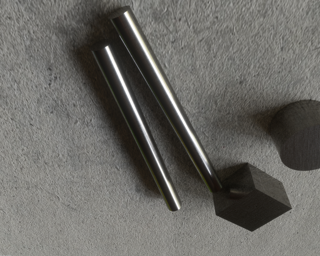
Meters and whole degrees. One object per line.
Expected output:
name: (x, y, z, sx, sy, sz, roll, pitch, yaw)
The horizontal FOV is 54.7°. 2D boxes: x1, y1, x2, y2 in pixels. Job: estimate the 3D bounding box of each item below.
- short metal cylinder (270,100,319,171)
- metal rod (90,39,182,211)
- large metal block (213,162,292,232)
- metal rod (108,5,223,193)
short metal cylinder: (0.190, 0.010, 0.401, 0.081, 0.050, 0.079, 0, 130, 0)
metal rod: (-0.020, 0.020, 0.423, 0.025, 0.025, 0.299, -13, 129, 11)
large metal block: (0.141, 0.111, 0.486, 0.080, 0.050, 0.080, 30, 124, -23)
metal rod: (0.022, -0.012, 0.396, 0.025, 0.025, 0.299, -20, 128, 16)
